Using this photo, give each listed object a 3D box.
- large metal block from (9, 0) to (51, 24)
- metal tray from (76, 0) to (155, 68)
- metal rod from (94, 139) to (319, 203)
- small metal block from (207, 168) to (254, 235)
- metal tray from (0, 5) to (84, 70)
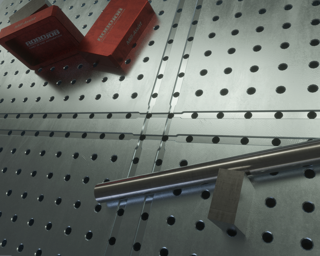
[{"bbox_3d":[-0.236,-0.204,0.619,0.080,0.080,0.050,-35,52,5],"label":"large metal block"},{"bbox_3d":[-0.079,-0.173,0.551,0.090,0.030,0.130,19,71,35],"label":"metal tray"},{"bbox_3d":[0.061,0.049,0.345,0.301,0.025,0.025,-14,56,19],"label":"metal rod"},{"bbox_3d":[0.072,0.074,0.308,0.025,0.050,0.050,5,64,30],"label":"small metal block"},{"bbox_3d":[-0.218,-0.164,0.578,0.130,0.090,0.030,-15,56,19],"label":"metal tray"}]
